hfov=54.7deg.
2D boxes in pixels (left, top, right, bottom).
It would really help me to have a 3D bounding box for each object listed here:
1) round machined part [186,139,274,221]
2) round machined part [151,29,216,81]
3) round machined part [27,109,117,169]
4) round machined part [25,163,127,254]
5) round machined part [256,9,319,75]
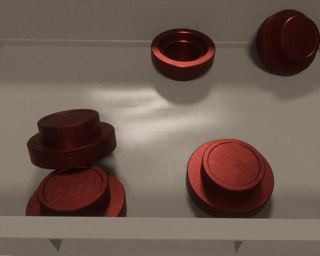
[{"bbox_3d":[0.080,0.051,0.352,0.099,0.042,0.098,0,50,0],"label":"round machined part"},{"bbox_3d":[0.036,-0.112,0.488,0.099,0.042,0.098,0,50,0],"label":"round machined part"},{"bbox_3d":[-0.102,0.007,0.359,0.099,0.042,0.098,-5,19,2],"label":"round machined part"},{"bbox_3d":[-0.085,0.073,0.314,0.099,0.042,0.098,-1,33,1],"label":"round machined part"},{"bbox_3d":[0.201,-0.132,0.472,0.099,0.042,0.097,-1,93,-16],"label":"round machined part"}]
